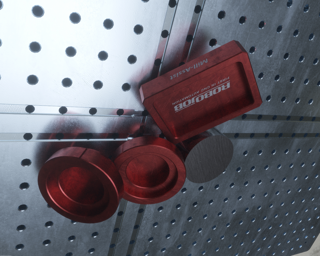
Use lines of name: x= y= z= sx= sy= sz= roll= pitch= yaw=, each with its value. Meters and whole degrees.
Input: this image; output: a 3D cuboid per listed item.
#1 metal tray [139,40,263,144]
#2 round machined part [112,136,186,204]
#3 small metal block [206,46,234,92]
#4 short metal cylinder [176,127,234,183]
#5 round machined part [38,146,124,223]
metal tray: x=0.052 y=-0.040 z=0.386 sx=0.130 sy=0.030 sz=0.090 roll=-25 pitch=132 yaw=9
round machined part: x=-0.017 y=0.051 z=0.411 sx=0.099 sy=0.042 sz=0.097 roll=-2 pitch=121 yaw=-3
small metal block: x=0.079 y=-0.071 z=0.412 sx=0.050 sy=0.025 sz=0.050 roll=-42 pitch=130 yaw=0
short metal cylinder: x=0.058 y=0.033 z=0.449 sx=0.081 sy=0.050 sz=0.079 roll=-14 pitch=124 yaw=-21
round machined part: x=-0.090 y=0.063 z=0.371 sx=0.098 sy=0.042 sz=0.097 roll=5 pitch=119 yaw=10
